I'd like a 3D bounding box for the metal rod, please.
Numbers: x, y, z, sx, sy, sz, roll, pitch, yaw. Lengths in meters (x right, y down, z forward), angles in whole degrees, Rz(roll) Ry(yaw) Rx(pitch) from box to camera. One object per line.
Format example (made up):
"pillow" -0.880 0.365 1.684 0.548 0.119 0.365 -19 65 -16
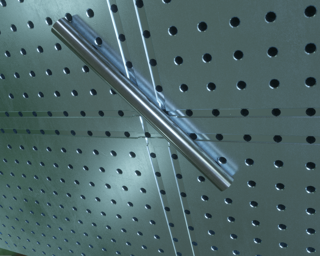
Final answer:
"metal rod" -0.020 -0.028 0.402 0.300 0.025 0.025 43 129 -3
